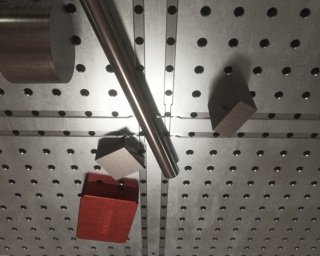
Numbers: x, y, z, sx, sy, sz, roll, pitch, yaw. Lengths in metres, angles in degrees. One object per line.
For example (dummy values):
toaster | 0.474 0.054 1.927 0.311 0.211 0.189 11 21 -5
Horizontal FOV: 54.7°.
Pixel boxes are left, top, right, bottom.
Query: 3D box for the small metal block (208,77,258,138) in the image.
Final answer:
small metal block | 0.086 -0.025 0.376 0.025 0.050 0.050 24 126 -19

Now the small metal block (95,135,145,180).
small metal block | -0.057 0.044 0.449 0.050 0.025 0.050 -25 126 19

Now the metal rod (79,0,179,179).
metal rod | -0.029 -0.041 0.376 0.025 0.025 0.299 -14 129 11

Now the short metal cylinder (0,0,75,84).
short metal cylinder | -0.119 -0.083 0.303 0.050 0.080 0.079 -1 130 0

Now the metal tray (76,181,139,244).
metal tray | -0.092 0.149 0.534 0.091 0.030 0.129 10 130 -9
